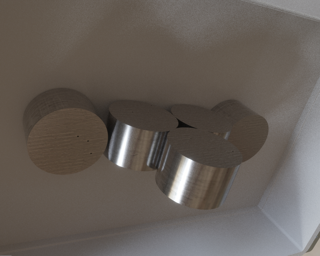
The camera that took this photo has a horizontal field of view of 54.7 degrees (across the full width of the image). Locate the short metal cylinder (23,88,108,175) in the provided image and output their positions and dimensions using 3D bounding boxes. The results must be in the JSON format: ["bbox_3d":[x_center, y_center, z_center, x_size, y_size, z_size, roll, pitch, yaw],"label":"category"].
[{"bbox_3d":[-0.103,0.004,0.336,0.081,0.050,0.079,-14,124,-21],"label":"short metal cylinder"}]

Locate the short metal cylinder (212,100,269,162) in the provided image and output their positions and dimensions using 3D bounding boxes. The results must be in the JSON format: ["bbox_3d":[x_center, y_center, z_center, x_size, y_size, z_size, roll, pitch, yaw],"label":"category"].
[{"bbox_3d":[0.109,0.005,0.453,0.081,0.050,0.079,-14,124,-21],"label":"short metal cylinder"}]

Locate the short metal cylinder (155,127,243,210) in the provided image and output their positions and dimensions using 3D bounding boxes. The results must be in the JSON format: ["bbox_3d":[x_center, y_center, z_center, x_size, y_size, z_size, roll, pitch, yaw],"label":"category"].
[{"bbox_3d":[0.040,0.040,0.329,0.081,0.080,0.050,2,118,-29],"label":"short metal cylinder"}]

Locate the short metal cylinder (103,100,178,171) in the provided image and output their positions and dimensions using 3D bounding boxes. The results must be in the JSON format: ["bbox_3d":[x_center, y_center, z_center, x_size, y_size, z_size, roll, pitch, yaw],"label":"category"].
[{"bbox_3d":[-0.024,0.007,0.361,0.081,0.080,0.050,2,118,-29],"label":"short metal cylinder"}]

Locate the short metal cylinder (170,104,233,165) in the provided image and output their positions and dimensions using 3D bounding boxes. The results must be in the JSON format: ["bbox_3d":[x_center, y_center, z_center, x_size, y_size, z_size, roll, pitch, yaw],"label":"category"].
[{"bbox_3d":[0.046,0.009,0.401,0.081,0.080,0.050,2,118,-29],"label":"short metal cylinder"}]
